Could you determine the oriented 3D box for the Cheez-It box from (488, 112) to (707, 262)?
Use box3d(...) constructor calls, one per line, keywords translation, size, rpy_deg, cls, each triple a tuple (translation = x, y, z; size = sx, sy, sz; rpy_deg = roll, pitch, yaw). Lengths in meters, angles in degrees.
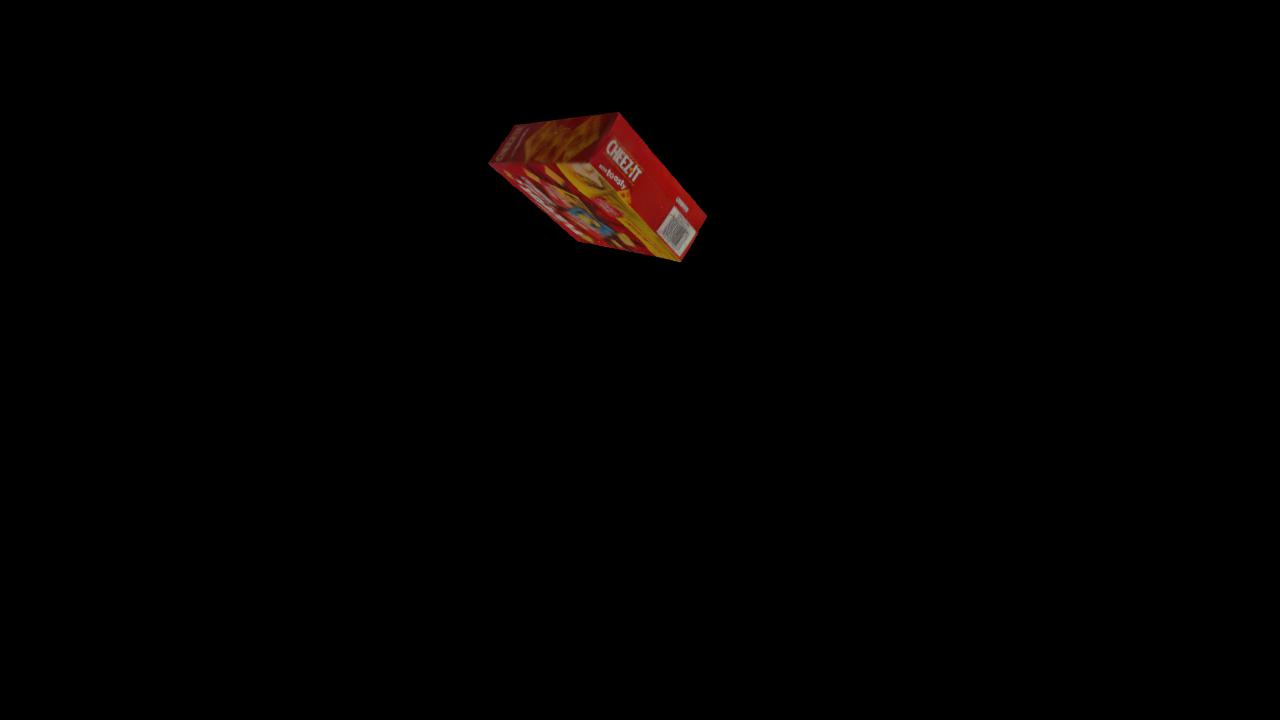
box3d(translation=(-0.053, -0.199, 0.717), size=(0.223, 0.071, 0.166), rpy_deg=(21, -13, 49), cls="Cheez-It box")
